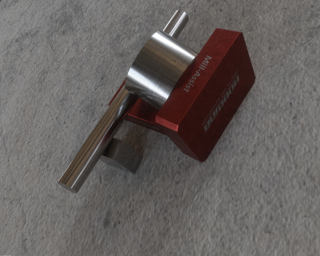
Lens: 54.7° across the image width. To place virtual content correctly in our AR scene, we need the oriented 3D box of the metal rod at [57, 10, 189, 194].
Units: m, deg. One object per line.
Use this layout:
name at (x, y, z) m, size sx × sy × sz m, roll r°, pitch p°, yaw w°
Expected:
metal rod at (-0.034, -0.052, 0.404) m, size 0.025 × 0.025 × 0.300 m, roll 11°, pitch 58°, yaw 32°

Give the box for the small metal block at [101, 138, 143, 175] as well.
small metal block at (-0.058, 0.033, 0.398) m, size 0.050 × 0.050 × 0.025 m, roll 14°, pitch 69°, yaw 33°

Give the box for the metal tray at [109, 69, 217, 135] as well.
metal tray at (0.003, -0.042, 0.425) m, size 0.130 × 0.030 × 0.090 m, roll 20°, pitch 72°, yaw 35°

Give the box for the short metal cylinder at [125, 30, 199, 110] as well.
short metal cylinder at (0.003, -0.065, 0.360) m, size 0.050 × 0.080 × 0.080 m, roll 33°, pitch 78°, yaw 4°

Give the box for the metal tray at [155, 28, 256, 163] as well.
metal tray at (0.058, -0.035, 0.354) m, size 0.030 × 0.090 × 0.130 m, roll 25°, pitch 75°, yaw 36°
